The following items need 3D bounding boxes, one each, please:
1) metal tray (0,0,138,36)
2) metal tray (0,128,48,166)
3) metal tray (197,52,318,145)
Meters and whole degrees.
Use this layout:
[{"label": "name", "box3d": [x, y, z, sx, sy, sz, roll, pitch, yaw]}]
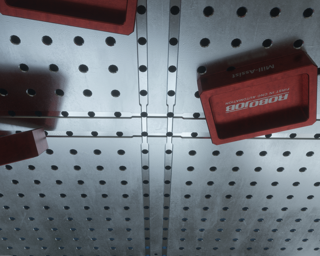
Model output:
[{"label": "metal tray", "box3d": [-0.083, -0.143, 0.285, 0.131, 0.030, 0.089, 7, 130, -7]}, {"label": "metal tray", "box3d": [-0.209, 0.030, 0.369, 0.131, 0.090, 0.030, -14, 95, -12]}, {"label": "metal tray", "box3d": [0.119, -0.032, 0.381, 0.130, 0.030, 0.090, -13, 129, 11]}]
